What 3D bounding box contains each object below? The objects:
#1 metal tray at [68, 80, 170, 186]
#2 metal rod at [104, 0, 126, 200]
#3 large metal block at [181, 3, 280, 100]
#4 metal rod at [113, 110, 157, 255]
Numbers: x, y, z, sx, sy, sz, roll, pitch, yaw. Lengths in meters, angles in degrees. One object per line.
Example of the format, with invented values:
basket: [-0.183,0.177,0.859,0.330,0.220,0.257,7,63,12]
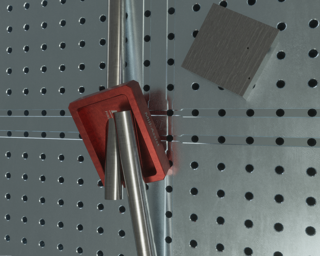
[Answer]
metal tray: [-0.051,0.013,0.404,0.090,0.030,0.129,-15,106,19]
metal rod: [-0.060,-0.057,0.417,0.025,0.025,0.298,-3,83,20]
large metal block: [0.084,-0.088,0.369,0.080,0.050,0.080,30,100,17]
metal rod: [-0.023,0.126,0.396,0.025,0.025,0.298,-6,97,20]
